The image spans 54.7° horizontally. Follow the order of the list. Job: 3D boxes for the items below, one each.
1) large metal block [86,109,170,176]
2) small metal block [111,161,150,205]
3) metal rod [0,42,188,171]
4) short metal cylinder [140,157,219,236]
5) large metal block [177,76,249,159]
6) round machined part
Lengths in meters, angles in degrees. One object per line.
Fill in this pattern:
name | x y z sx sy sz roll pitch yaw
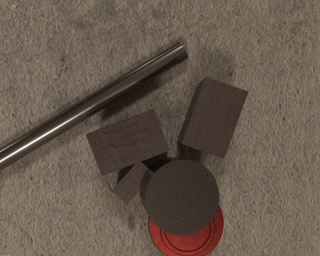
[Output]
large metal block | -0.036 0.016 0.382 0.080 0.080 0.050 -21 90 0
small metal block | -0.033 0.065 0.397 0.025 0.050 0.050 41 90 0
metal rod | -0.098 -0.026 0.408 0.301 0.025 0.025 -31 90 -1
short metal cylinder | 0.020 0.074 0.351 0.081 0.050 0.080 0 88 -11
large metal block | 0.061 -0.012 0.383 0.050 0.080 0.080 20 90 0
round machined part | 0.034 0.124 0.402 0.099 0.042 0.097 0 90 -1
